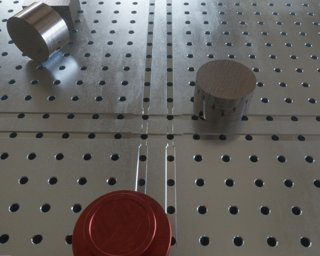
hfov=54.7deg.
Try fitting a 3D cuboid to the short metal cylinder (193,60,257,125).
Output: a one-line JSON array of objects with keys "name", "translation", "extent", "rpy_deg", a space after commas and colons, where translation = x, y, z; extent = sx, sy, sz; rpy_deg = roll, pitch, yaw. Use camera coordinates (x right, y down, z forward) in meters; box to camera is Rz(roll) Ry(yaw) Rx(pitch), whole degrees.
[{"name": "short metal cylinder", "translation": [0.089, -0.051, 0.435], "extent": [0.081, 0.050, 0.080], "rpy_deg": [0, 50, 0]}]

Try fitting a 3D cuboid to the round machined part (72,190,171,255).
[{"name": "round machined part", "translation": [-0.038, 0.105, 0.308], "extent": [0.099, 0.042, 0.098], "rpy_deg": [0, 50, 0]}]

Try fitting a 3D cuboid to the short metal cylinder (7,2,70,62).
[{"name": "short metal cylinder", "translation": [-0.195, -0.154, 0.500], "extent": [0.080, 0.080, 0.050], "rpy_deg": [22, 53, 17]}]

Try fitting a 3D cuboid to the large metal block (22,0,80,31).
[{"name": "large metal block", "translation": [-0.199, -0.226, 0.580], "extent": [0.081, 0.050, 0.080], "rpy_deg": [-1, 50, -1]}]
